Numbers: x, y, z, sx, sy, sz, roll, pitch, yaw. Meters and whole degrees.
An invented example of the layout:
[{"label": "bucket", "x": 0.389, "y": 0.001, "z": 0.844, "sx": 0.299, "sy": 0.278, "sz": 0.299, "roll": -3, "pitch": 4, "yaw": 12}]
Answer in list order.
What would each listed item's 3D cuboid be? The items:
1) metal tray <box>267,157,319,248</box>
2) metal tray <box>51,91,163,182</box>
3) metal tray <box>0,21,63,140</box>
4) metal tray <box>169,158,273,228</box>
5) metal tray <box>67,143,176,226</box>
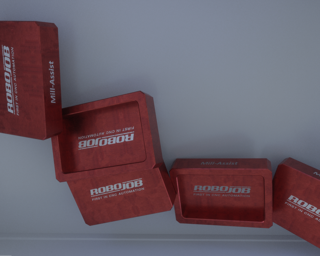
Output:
[{"label": "metal tray", "x": 0.210, "y": 0.107, "z": 0.406, "sx": 0.130, "sy": 0.030, "sz": 0.089, "roll": 27, "pitch": 118, "yaw": 31}, {"label": "metal tray", "x": -0.068, "y": 0.013, "z": 0.378, "sx": 0.130, "sy": 0.030, "sz": 0.090, "roll": -11, "pitch": 84, "yaw": 17}, {"label": "metal tray", "x": -0.163, "y": -0.056, "z": 0.363, "sx": 0.090, "sy": 0.030, "sz": 0.129, "roll": 8, "pitch": 106, "yaw": 20}, {"label": "metal tray", "x": 0.084, "y": 0.088, "z": 0.423, "sx": 0.130, "sy": 0.030, "sz": 0.089, "roll": -2, "pitch": 111, "yaw": 16}, {"label": "metal tray", "x": -0.054, "y": 0.076, "z": 0.419, "sx": 0.130, "sy": 0.030, "sz": 0.090, "roll": -15, "pitch": 104, "yaw": 16}]
